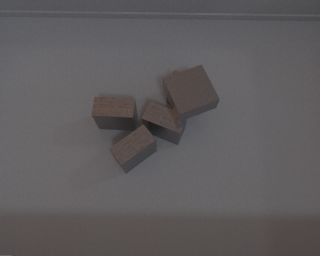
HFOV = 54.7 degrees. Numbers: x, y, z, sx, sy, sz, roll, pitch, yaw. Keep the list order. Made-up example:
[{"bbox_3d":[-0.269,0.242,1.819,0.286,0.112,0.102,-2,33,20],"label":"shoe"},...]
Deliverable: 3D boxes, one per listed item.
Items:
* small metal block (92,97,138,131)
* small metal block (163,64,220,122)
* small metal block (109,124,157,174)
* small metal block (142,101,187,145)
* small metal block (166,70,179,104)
[{"bbox_3d":[-0.057,-0.017,0.402,0.050,0.050,0.025,3,70,1],"label":"small metal block"},{"bbox_3d":[0.036,-0.042,0.372,0.050,0.025,0.050,-20,71,-8],"label":"small metal block"},{"bbox_3d":[-0.032,0.027,0.386,0.050,0.050,0.025,-36,74,-12],"label":"small metal block"},{"bbox_3d":[0.006,-0.005,0.398,0.050,0.050,0.025,21,72,7],"label":"small metal block"},{"bbox_3d":[0.037,-0.047,0.414,0.050,0.050,0.025,19,71,6],"label":"small metal block"}]
